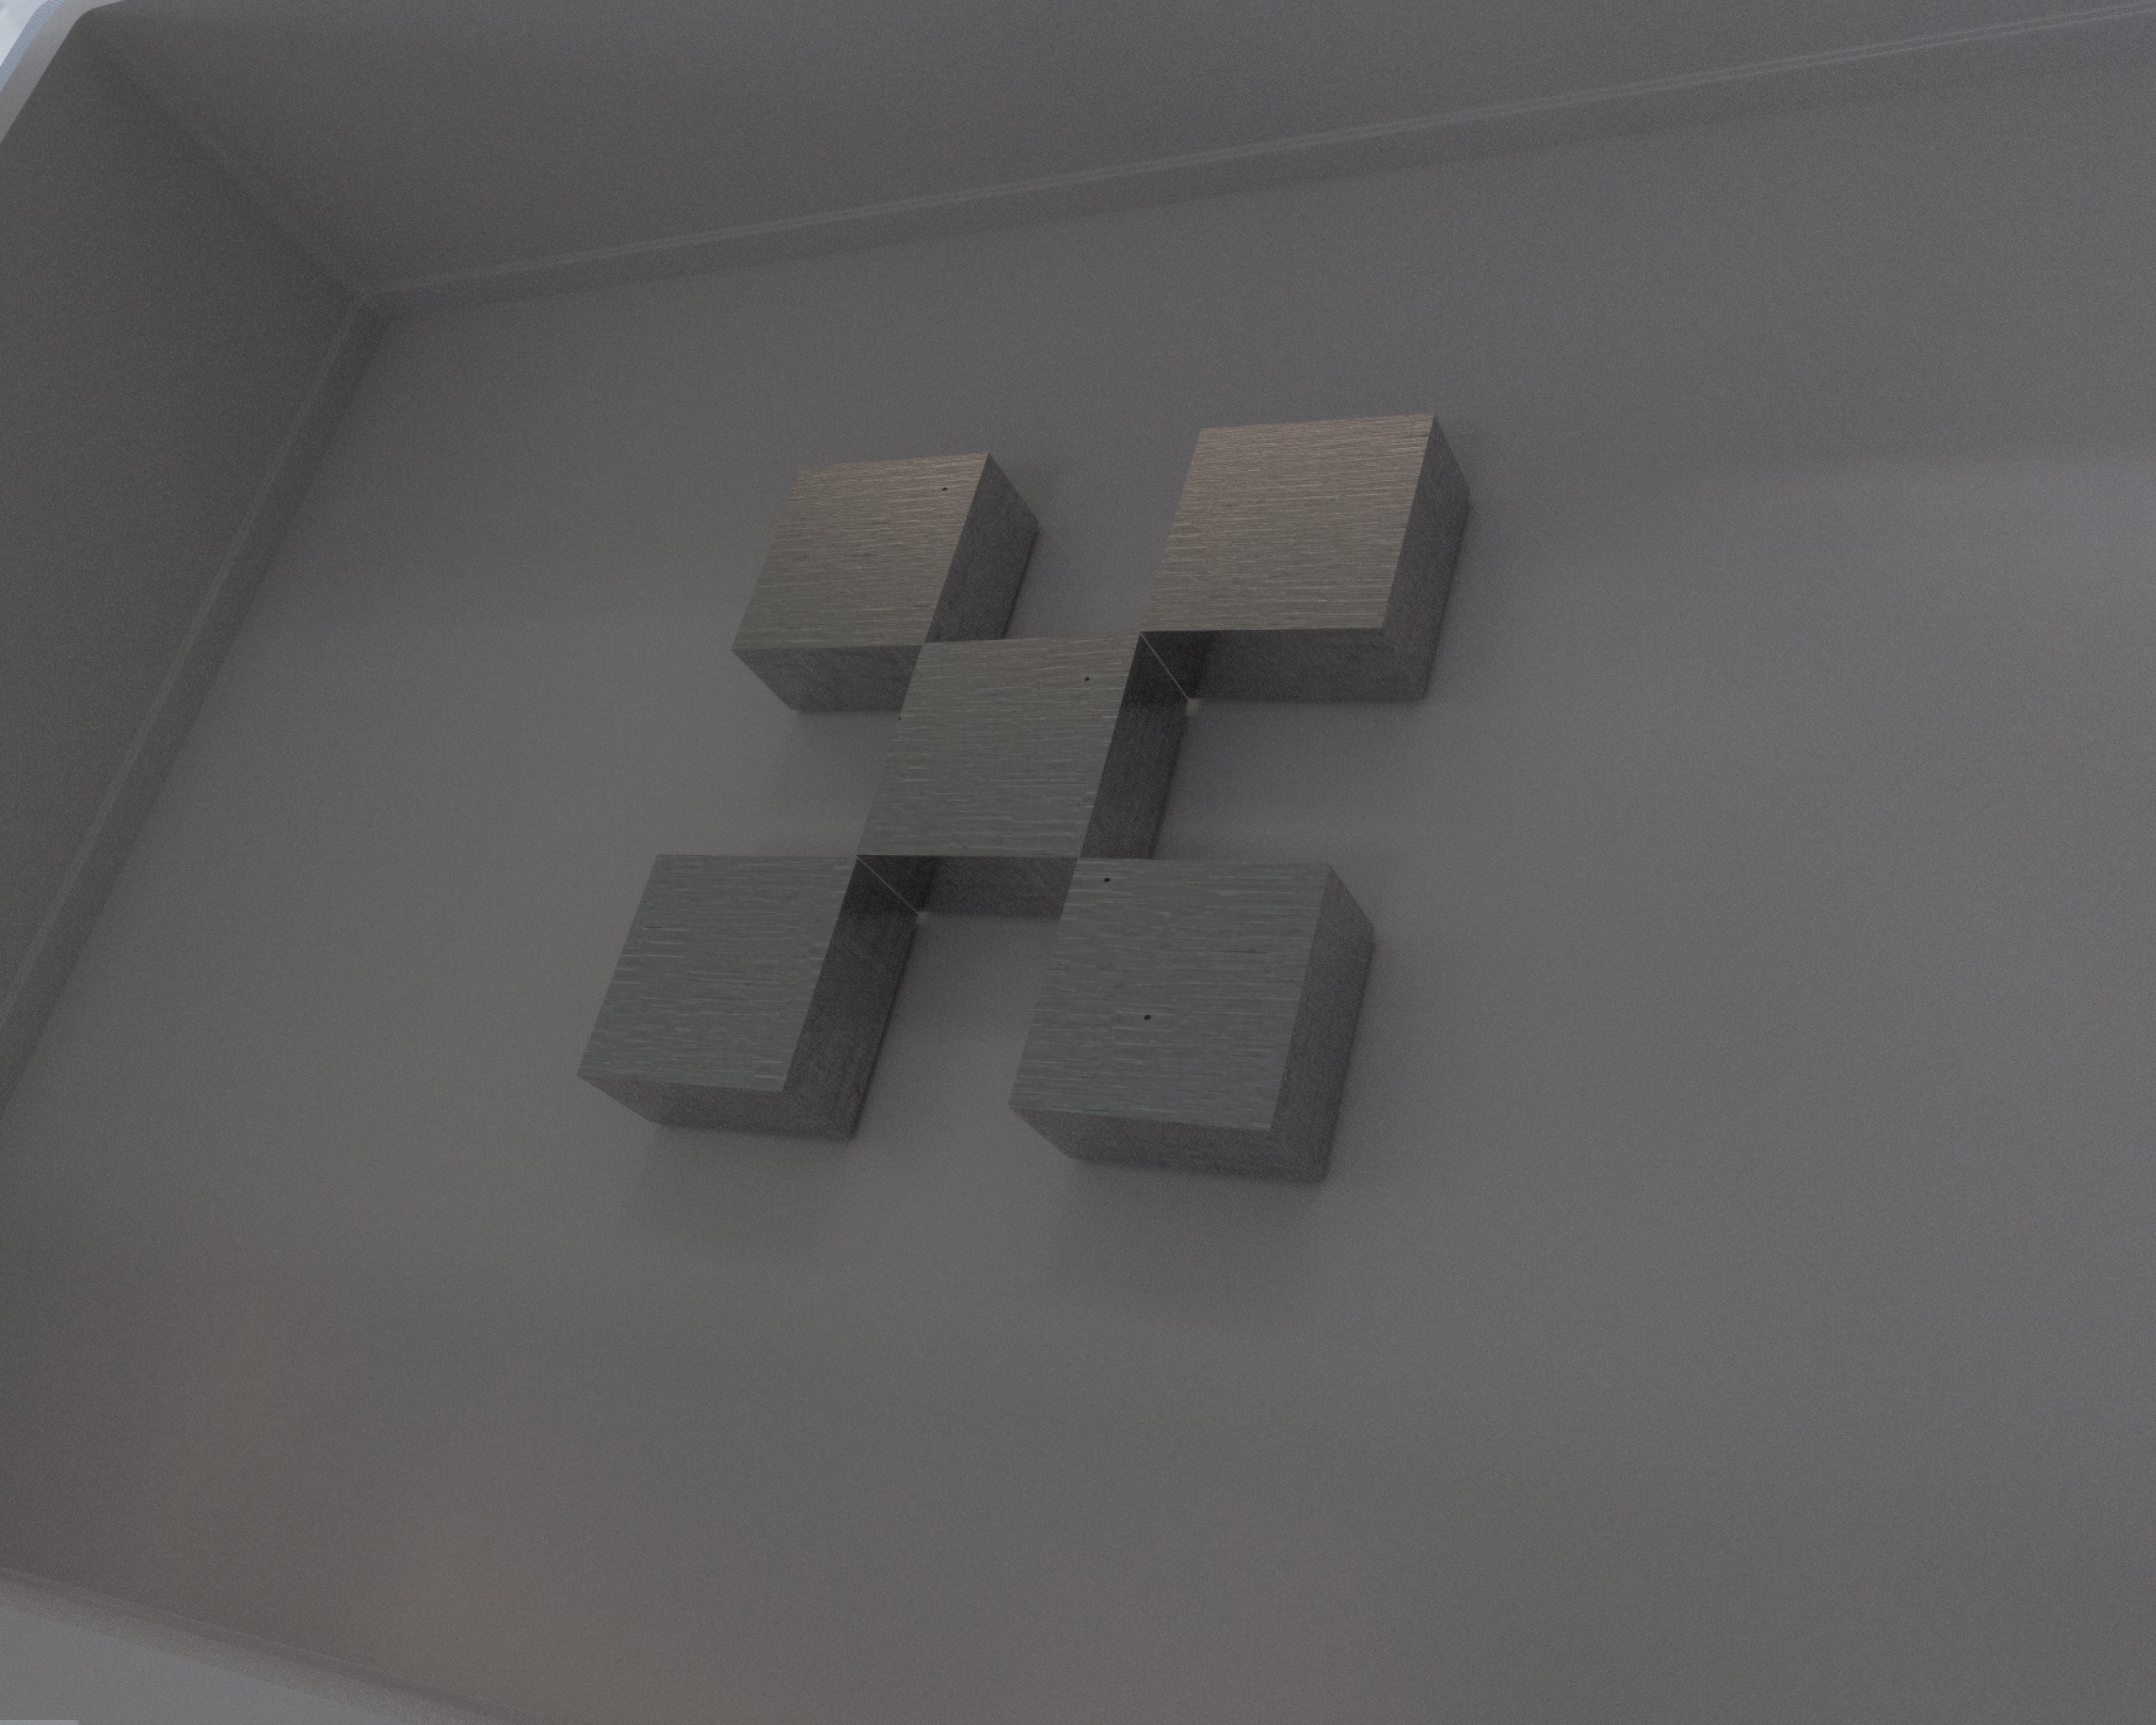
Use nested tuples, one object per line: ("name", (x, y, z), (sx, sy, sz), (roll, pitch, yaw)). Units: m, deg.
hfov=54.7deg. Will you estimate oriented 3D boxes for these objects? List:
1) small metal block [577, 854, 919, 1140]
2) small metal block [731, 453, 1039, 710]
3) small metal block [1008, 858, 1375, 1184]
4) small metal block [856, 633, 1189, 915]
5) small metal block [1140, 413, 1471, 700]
("small metal block", (-0.066, 0.026, 0.422), (0.050, 0.025, 0.050), (1, 62, 28))
("small metal block", (-0.042, -0.062, 0.464), (0.050, 0.025, 0.050), (2, 62, 29))
("small metal block", (0.021, 0.027, 0.375), (0.050, 0.025, 0.050), (2, 62, 29))
("small metal block", (-0.011, -0.017, 0.419), (0.050, 0.025, 0.050), (1, 62, 28))
("small metal block", (0.046, -0.060, 0.416), (0.050, 0.025, 0.050), (3, 63, 29))
